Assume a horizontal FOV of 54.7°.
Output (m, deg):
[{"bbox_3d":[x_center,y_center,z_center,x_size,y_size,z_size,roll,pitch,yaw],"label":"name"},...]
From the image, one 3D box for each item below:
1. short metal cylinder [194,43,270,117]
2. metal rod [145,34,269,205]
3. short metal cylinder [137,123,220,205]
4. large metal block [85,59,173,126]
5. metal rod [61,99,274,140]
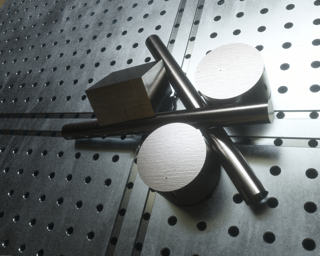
[{"bbox_3d":[0.088,-0.055,0.376,0.080,0.050,0.080,-13,56,21],"label":"short metal cylinder"},{"bbox_3d":[0.043,-0.034,0.402,0.025,0.025,0.300,-33,51,7],"label":"metal rod"},{"bbox_3d":[0.021,0.041,0.351,0.080,0.050,0.080,-13,56,21],"label":"short metal cylinder"},{"bbox_3d":[-0.038,-0.048,0.414,0.080,0.050,0.080,-10,23,23],"label":"large metal block"},{"bbox_3d":[-0.014,-0.006,0.393,0.300,0.025,0.025,-5,59,32],"label":"metal rod"}]
